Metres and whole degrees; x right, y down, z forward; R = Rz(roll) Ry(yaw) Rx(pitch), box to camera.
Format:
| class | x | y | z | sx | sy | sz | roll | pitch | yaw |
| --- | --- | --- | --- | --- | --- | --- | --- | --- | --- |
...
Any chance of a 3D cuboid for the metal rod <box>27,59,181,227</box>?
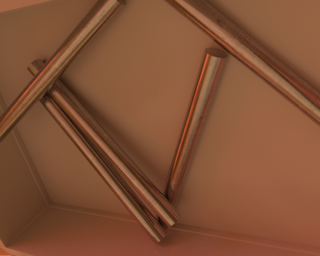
| class | x | y | z | sx | sy | sz | roll | pitch | yaw |
| --- | --- | --- | --- | --- | --- | --- | --- | --- | --- |
| metal rod | -0.079 | 0.020 | 0.443 | 0.300 | 0.025 | 0.025 | 48 | 129 | 1 |

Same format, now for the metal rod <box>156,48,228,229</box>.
| class | x | y | z | sx | sy | sz | roll | pitch | yaw |
| --- | --- | --- | --- | --- | --- | --- | --- | --- | --- |
| metal rod | 0.031 | 0.038 | 0.414 | 0.025 | 0.025 | 0.298 | 24 | 127 | 13 |

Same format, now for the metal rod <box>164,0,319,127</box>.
| class | x | y | z | sx | sy | sz | roll | pitch | yaw |
| --- | --- | --- | --- | --- | --- | --- | --- | --- | --- |
| metal rod | 0.123 | -0.049 | 0.313 | 0.300 | 0.025 | 0.025 | 39 | 129 | 1 |

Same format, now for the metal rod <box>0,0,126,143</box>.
| class | x | y | z | sx | sy | sz | roll | pitch | yaw |
| --- | --- | --- | --- | --- | --- | --- | --- | --- | --- |
| metal rod | -0.152 | -0.066 | 0.413 | 0.299 | 0.025 | 0.025 | -37 | 98 | 28 |

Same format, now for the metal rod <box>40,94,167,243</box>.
| class | x | y | z | sx | sy | sz | roll | pitch | yaw |
| --- | --- | --- | --- | --- | --- | --- | --- | --- | --- |
| metal rod | -0.092 | 0.051 | 0.469 | 0.025 | 0.025 | 0.300 | -37 | 93 | 38 |
